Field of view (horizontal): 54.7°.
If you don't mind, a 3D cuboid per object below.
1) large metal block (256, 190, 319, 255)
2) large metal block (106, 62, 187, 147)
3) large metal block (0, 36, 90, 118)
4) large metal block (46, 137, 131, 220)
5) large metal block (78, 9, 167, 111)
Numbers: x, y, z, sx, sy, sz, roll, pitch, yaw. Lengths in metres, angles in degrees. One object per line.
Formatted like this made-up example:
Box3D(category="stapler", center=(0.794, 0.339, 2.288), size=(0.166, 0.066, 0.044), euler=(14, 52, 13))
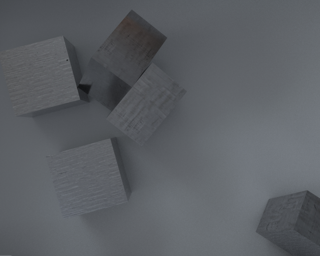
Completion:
Box3D(category="large metal block", center=(0.181, 0.125, 0.380), size=(0.080, 0.080, 0.050), euler=(33, 66, -1))
Box3D(category="large metal block", center=(-0.019, -0.029, 0.380), size=(0.050, 0.080, 0.080), euler=(39, 90, -10))
Box3D(category="large metal block", center=(-0.145, -0.063, 0.397), size=(0.080, 0.050, 0.080), euler=(-15, 90, 0))
Box3D(category="large metal block", center=(-0.088, 0.061, 0.398), size=(0.080, 0.050, 0.080), euler=(-15, 90, -1))
Box3D(category="large metal block", center=(-0.046, -0.076, 0.366), size=(0.050, 0.080, 0.080), euler=(36, 63, -11))
